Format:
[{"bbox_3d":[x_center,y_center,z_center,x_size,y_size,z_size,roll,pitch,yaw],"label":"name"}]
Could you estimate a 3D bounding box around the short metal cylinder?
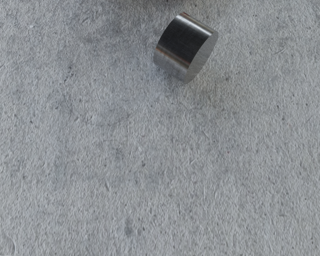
[{"bbox_3d":[0.035,-0.107,0.418,0.050,0.080,0.080,35,74,11],"label":"short metal cylinder"}]
